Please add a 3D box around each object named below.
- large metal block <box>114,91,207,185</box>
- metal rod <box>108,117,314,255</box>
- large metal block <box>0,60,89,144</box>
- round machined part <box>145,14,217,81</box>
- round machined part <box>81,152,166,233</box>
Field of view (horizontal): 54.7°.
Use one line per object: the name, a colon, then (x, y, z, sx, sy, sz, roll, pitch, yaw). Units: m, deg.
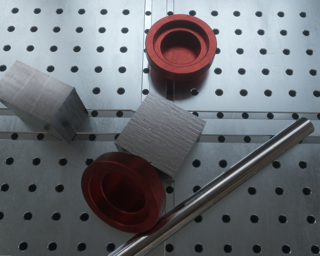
large metal block: (0.001, 0.013, 0.394, 0.080, 0.050, 0.080, 30, 73, 10)
metal rod: (0.072, 0.076, 0.384, 0.301, 0.025, 0.025, -33, 74, -12)
large metal block: (-0.146, -0.030, 0.392, 0.080, 0.080, 0.050, 26, 72, 9)
round machined part: (0.029, -0.110, 0.443, 0.099, 0.042, 0.098, 0, 70, 0)
round machined part: (-0.038, 0.069, 0.358, 0.098, 0.097, 0.042, 29, 35, 10)
